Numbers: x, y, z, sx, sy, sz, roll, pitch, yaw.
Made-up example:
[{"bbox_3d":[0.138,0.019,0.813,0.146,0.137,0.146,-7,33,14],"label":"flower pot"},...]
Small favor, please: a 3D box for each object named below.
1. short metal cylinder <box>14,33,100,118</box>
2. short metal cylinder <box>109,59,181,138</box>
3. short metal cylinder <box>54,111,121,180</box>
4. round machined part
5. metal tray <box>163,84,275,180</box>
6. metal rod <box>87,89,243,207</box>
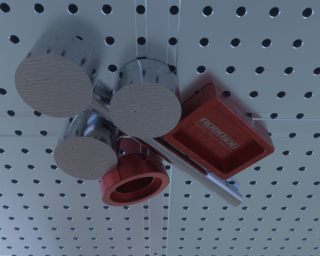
[{"bbox_3d":[-0.111,-0.058,0.345,0.081,0.050,0.079,0,130,0],"label":"short metal cylinder"},{"bbox_3d":[-0.016,-0.034,0.365,0.081,0.050,0.079,0,130,0],"label":"short metal cylinder"},{"bbox_3d":[-0.094,0.024,0.415,0.081,0.050,0.079,0,130,0],"label":"short metal cylinder"},{"bbox_3d":[-0.039,0.071,0.447,0.099,0.042,0.098,-15,147,-10],"label":"round machined part"},{"bbox_3d":[0.079,0.011,0.417,0.130,0.030,0.090,36,122,-27],"label":"metal tray"},{"bbox_3d":[0.019,0.040,0.446,0.301,0.025,0.025,36,121,-27],"label":"metal rod"}]
